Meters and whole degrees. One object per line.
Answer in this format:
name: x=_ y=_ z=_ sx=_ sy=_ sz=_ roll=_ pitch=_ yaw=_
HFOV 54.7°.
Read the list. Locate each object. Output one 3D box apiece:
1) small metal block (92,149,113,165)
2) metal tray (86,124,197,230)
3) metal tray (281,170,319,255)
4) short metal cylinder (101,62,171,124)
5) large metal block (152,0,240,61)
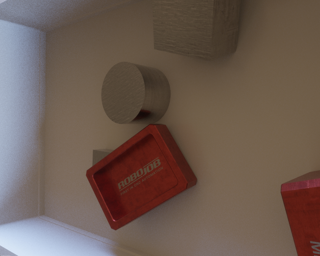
small metal block: x=-0.076 y=0.059 z=0.467 sx=0.050 sy=0.025 sz=0.050 roll=4 pitch=93 yaw=39
metal tray: x=-0.028 y=0.064 z=0.405 sx=0.130 sy=0.030 sz=0.090 roll=-36 pitch=74 yaw=24
metal tray: x=0.142 y=0.101 z=0.246 sx=0.030 sy=0.091 sz=0.129 roll=-20 pitch=78 yaw=38
short metal cylinder: x=-0.033 y=-0.045 z=0.416 sx=0.080 sy=0.050 sz=0.079 roll=0 pitch=90 yaw=39
large metal block: x=0.039 y=-0.125 z=0.340 sx=0.080 sy=0.050 sz=0.079 roll=23 pitch=127 yaw=37
